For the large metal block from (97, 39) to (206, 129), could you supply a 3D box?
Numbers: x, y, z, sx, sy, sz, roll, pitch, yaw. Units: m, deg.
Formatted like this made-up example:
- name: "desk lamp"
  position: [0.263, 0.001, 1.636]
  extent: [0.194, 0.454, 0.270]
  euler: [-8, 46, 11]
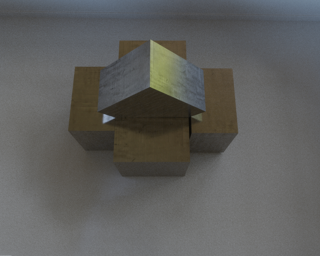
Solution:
- name: "large metal block"
  position: [-0.009, -0.040, 0.334]
  extent: [0.080, 0.080, 0.050]
  euler: [19, 63, -42]

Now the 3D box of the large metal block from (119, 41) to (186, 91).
- name: "large metal block"
  position: [-0.009, -0.069, 0.404]
  extent: [0.081, 0.080, 0.050]
  euler: [0, 70, 0]

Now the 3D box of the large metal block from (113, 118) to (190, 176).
- name: "large metal block"
  position: [-0.009, 0.025, 0.370]
  extent: [0.081, 0.080, 0.050]
  euler: [0, 70, 0]

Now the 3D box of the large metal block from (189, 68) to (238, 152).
- name: "large metal block"
  position: [0.059, -0.019, 0.384]
  extent: [0.050, 0.080, 0.080]
  euler: [0, 70, 0]

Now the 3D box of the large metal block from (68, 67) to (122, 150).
- name: "large metal block"
  position: [-0.074, -0.021, 0.387]
  extent: [0.050, 0.080, 0.080]
  euler: [0, 70, 0]
